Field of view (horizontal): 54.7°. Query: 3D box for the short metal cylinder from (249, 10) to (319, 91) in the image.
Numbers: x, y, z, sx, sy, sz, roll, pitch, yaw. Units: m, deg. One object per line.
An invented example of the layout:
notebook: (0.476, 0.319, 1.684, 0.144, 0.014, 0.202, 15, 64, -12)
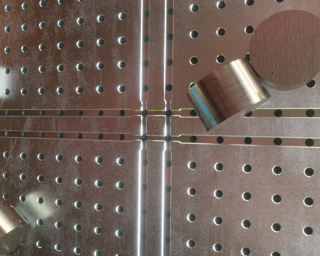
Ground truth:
short metal cylinder: (0.144, -0.084, 0.349, 0.080, 0.050, 0.079, 0, 90, 19)

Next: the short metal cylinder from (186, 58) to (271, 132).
short metal cylinder: (0.078, -0.036, 0.356, 0.080, 0.080, 0.050, -31, 80, 17)

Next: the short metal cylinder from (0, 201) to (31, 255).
short metal cylinder: (-0.246, 0.158, 0.468, 0.050, 0.080, 0.080, 41, 103, 15)
